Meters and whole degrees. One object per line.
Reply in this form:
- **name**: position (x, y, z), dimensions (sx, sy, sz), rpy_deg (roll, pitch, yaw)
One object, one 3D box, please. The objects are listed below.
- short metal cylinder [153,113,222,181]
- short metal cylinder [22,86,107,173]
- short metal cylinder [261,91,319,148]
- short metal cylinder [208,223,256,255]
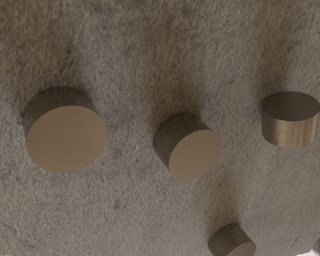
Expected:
- **short metal cylinder**: position (0.037, 0.025, 0.428), dimensions (0.081, 0.050, 0.079), rpy_deg (-14, 125, -21)
- **short metal cylinder**: position (-0.103, 0.001, 0.336), dimensions (0.081, 0.050, 0.079), rpy_deg (-14, 125, -21)
- **short metal cylinder**: position (0.198, -0.014, 0.473), dimensions (0.081, 0.080, 0.050), rpy_deg (-23, 127, -15)
- **short metal cylinder**: position (0.144, 0.240, 0.621), dimensions (0.081, 0.050, 0.079), rpy_deg (-14, 125, -21)
